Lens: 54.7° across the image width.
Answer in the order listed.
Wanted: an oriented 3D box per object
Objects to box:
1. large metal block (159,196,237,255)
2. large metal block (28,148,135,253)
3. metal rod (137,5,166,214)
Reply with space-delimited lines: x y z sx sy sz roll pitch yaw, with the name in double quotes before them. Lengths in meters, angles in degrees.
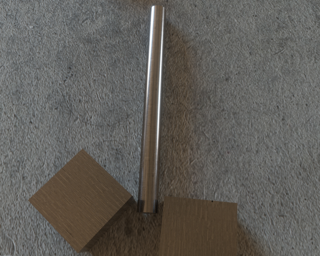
"large metal block" 0.041 0.124 0.350 0.080 0.050 0.080 5 70 1
"large metal block" -0.087 0.085 0.363 0.080 0.050 0.080 41 75 13
"metal rod" -0.009 -0.038 0.422 0.025 0.025 0.299 2 70 0
